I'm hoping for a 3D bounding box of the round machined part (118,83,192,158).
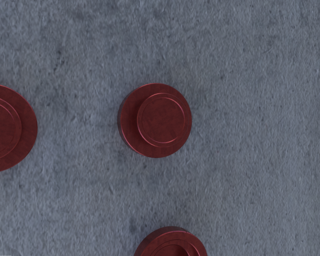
[{"bbox_3d":[-0.002,-0.010,0.400,0.099,0.042,0.097,0,90,-21],"label":"round machined part"}]

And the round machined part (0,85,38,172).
[{"bbox_3d":[-0.184,0.000,0.332,0.099,0.042,0.097,0,90,-21],"label":"round machined part"}]

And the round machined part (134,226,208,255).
[{"bbox_3d":[0.010,0.177,0.405,0.099,0.042,0.097,0,90,-21],"label":"round machined part"}]
